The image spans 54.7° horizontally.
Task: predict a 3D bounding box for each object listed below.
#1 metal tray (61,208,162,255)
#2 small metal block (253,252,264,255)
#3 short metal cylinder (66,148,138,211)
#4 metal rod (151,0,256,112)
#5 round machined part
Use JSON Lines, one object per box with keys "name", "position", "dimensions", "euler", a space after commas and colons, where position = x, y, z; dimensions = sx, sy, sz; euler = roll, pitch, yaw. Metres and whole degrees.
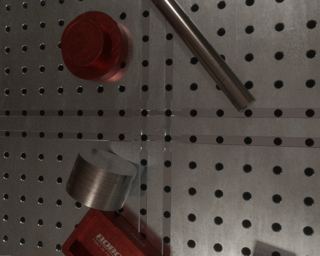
{"name": "metal tray", "position": [-0.064, 0.179, 0.431], "dimensions": [0.130, 0.030, 0.090], "euler": [40, 102, 15]}
{"name": "small metal block", "position": [0.130, 0.185, 0.367], "dimensions": [0.050, 0.025, 0.050], "euler": [15, 95, 19]}
{"name": "short metal cylinder", "position": [-0.076, 0.066, 0.409], "dimensions": [0.080, 0.080, 0.050], "euler": [25, 98, 18]}
{"name": "metal rod", "position": [0.021, -0.146, 0.404], "dimensions": [0.025, 0.025, 0.299], "euler": [-39, 78, 16]}
{"name": "round machined part", "position": [-0.099, -0.117, 0.437], "dimensions": [0.098, 0.042, 0.097], "euler": [0, 90, 19]}
